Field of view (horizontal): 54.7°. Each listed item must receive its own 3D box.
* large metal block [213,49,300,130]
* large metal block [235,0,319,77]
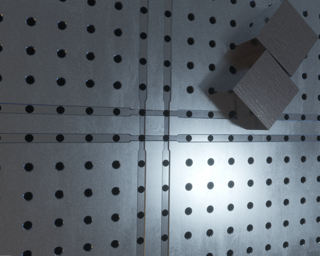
[{"bbox_3d":[0.141,-0.053,0.453,0.080,0.050,0.080,45,76,-15],"label":"large metal block"},{"bbox_3d":[0.176,-0.130,0.466,0.080,0.050,0.080,41,77,-16],"label":"large metal block"}]
